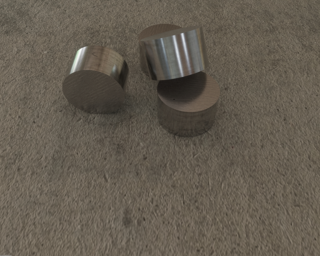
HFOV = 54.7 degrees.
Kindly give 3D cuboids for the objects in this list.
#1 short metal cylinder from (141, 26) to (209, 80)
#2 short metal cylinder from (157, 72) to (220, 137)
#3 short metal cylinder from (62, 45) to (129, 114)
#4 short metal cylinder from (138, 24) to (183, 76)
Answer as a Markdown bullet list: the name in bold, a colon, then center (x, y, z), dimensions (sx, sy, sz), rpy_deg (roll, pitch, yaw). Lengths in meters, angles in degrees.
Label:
- **short metal cylinder**: center (0.020, -0.099, 0.404), dimensions (0.080, 0.050, 0.080), rpy_deg (-12, 21, 5)
- **short metal cylinder**: center (0.037, -0.034, 0.416), dimensions (0.080, 0.050, 0.080), rpy_deg (0, 50, 0)
- **short metal cylinder**: center (-0.085, -0.064, 0.420), dimensions (0.080, 0.080, 0.050), rpy_deg (2, 50, 2)
- **short metal cylinder**: center (0.008, -0.120, 0.488), dimensions (0.080, 0.050, 0.080), rpy_deg (0, 50, 0)
